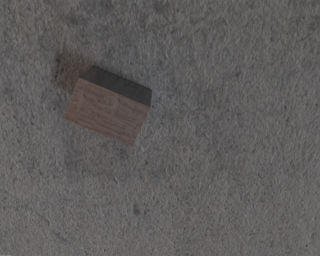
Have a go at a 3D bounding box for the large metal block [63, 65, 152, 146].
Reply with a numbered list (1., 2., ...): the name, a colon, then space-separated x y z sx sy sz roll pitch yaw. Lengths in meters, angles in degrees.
1. large metal block: -0.057 -0.030 0.369 0.080 0.080 0.050 22 109 -8
